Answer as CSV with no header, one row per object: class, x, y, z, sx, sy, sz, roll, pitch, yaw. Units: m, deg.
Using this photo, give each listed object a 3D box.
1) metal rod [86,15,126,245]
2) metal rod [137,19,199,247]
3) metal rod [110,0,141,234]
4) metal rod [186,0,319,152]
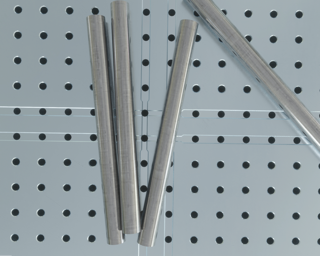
metal rod,-0.072,0.002,0.412,0.025,0.025,0.298,-5,90,0
metal rod,0.010,0.006,0.413,0.025,0.025,0.299,11,90,0
metal rod,-0.045,-0.016,0.406,0.025,0.025,0.298,-3,88,0
metal rod,0.139,-0.072,0.414,0.025,0.025,0.300,-41,90,0
